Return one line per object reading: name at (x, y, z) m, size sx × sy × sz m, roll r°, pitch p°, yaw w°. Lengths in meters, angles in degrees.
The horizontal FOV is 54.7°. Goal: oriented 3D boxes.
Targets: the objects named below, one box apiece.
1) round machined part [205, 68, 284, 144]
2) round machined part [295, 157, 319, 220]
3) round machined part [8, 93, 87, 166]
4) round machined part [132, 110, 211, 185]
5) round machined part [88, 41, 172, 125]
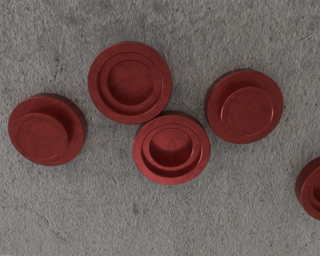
round machined part at (0.108, -0.024, 0.393) m, size 0.099 × 0.042 × 0.097 m, roll 0°, pitch 110°, yaw 0°
round machined part at (0.237, 0.078, 0.431) m, size 0.099 × 0.042 × 0.097 m, roll 0°, pitch 110°, yaw 0°
round machined part at (-0.148, 0.007, 0.402) m, size 0.099 × 0.042 × 0.097 m, roll 0°, pitch 110°, yaw 0°
round machined part at (0.014, 0.022, 0.408) m, size 0.099 × 0.042 × 0.097 m, roll 0°, pitch 111°, yaw -1°
round machined part at (-0.035, -0.057, 0.379) m, size 0.099 × 0.042 × 0.097 m, roll 0°, pitch 110°, yaw 0°
